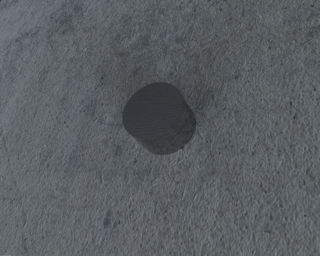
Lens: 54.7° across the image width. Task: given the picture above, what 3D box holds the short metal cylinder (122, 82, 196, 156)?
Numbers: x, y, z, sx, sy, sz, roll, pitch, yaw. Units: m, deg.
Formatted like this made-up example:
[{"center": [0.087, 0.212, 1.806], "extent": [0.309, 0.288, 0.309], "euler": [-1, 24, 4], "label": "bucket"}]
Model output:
[{"center": [0.000, -0.011, 0.395], "extent": [0.080, 0.050, 0.080], "euler": [-13, 56, 20], "label": "short metal cylinder"}]
